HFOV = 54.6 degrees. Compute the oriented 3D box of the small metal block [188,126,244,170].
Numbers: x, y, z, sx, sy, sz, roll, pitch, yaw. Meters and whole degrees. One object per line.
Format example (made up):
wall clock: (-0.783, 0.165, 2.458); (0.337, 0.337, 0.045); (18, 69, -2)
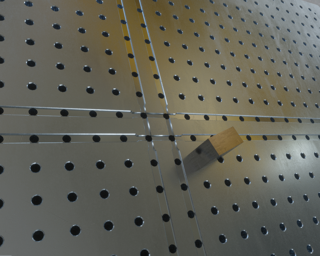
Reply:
small metal block: (0.075, 0.027, 0.415); (0.050, 0.050, 0.025); (-22, 74, -36)
